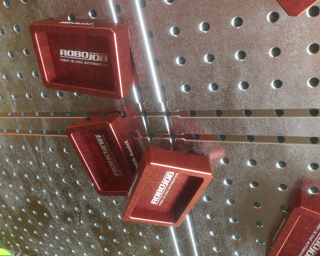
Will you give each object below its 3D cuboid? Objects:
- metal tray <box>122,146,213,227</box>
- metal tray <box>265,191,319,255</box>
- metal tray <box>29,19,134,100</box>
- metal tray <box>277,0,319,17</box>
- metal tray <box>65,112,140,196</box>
[{"bbox_3d":[0.006,0.087,0.433,0.091,0.030,0.129,12,129,-14],"label":"metal tray"},{"bbox_3d":[0.197,0.150,0.396,0.090,0.030,0.129,20,126,16],"label":"metal tray"},{"bbox_3d":[-0.102,-0.091,0.406,0.130,0.030,0.089,11,123,22],"label":"metal tray"},{"bbox_3d":[0.106,-0.170,0.247,0.130,0.030,0.090,48,129,-6],"label":"metal tray"},{"bbox_3d":[-0.079,0.045,0.477,0.090,0.030,0.129,-8,115,31],"label":"metal tray"}]
